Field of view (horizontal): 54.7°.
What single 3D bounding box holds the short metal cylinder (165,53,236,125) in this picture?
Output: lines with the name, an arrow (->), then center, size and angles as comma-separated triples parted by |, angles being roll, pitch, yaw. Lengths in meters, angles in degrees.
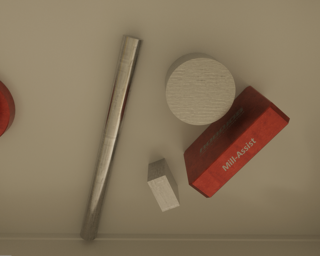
short metal cylinder -> 0.047, -0.049, 0.381 | 0.081, 0.050, 0.079 | 0, 110, -1

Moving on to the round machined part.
round machined part -> -0.240, -0.022, 0.388 | 0.099, 0.042, 0.097 | -2, 110, -4

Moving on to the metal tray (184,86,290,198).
metal tray -> 0.086, 0.014, 0.383 | 0.030, 0.090, 0.130 | 39, 105, -13

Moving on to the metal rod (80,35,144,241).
metal rod -> -0.070, 0.027, 0.420 | 0.025, 0.025, 0.298 | 14, 109, -6

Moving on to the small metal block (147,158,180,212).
small metal block -> 0.005, 0.077, 0.427 | 0.025, 0.050, 0.050 | -22, 109, 8
